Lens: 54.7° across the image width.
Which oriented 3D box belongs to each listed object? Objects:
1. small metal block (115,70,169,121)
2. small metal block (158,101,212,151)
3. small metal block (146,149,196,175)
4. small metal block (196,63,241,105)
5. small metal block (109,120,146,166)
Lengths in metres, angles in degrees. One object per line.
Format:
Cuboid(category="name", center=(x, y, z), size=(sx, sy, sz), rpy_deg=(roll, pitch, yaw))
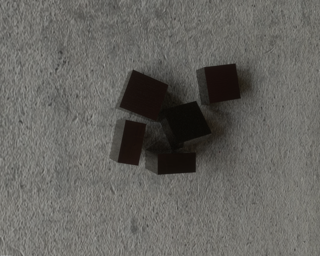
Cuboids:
Cuboid(category="small metal block", center=(-0.023, -0.041, 0.400), size=(0.050, 0.025, 0.050), rpy_deg=(21, 83, -19))
Cuboid(category="small metal block", center=(0.033, -0.003, 0.411), size=(0.050, 0.025, 0.050), rpy_deg=(-16, 70, -20))
Cuboid(category="small metal block", center=(0.013, 0.042, 0.400), size=(0.050, 0.050, 0.025), rpy_deg=(-1, 92, -20))
Cuboid(category="small metal block", center=(0.083, -0.062, 0.439), size=(0.050, 0.025, 0.050), rpy_deg=(-11, 94, -20))
Cuboid(category="small metal block", center=(-0.041, 0.017, 0.381), size=(0.025, 0.050, 0.050), rpy_deg=(12, 86, -20))
